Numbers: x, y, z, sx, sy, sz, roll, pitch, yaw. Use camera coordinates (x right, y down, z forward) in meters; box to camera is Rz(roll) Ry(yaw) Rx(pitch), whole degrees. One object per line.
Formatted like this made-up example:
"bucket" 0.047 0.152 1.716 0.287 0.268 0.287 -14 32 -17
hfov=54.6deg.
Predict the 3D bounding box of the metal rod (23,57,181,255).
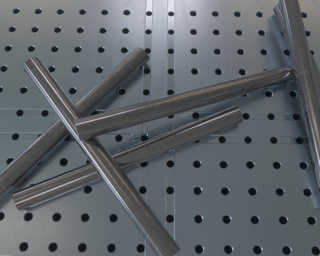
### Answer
"metal rod" -0.079 0.027 0.373 0.025 0.025 0.300 -36 74 -12

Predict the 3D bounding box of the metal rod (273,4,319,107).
"metal rod" 0.219 -0.050 0.431 0.025 0.025 0.299 -11 70 -4

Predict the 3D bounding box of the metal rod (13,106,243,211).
"metal rod" -0.034 0.036 0.398 0.302 0.025 0.025 -21 72 -8

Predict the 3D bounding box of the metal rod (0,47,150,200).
"metal rod" -0.126 -0.003 0.412 0.025 0.025 0.301 40 75 13

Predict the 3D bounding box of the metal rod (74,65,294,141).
"metal rod" 0.044 -0.037 0.397 0.302 0.025 0.025 -16 71 -17

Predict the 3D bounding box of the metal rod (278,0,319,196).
"metal rod" 0.198 -0.049 0.414 0.025 0.025 0.299 -5 76 -2
